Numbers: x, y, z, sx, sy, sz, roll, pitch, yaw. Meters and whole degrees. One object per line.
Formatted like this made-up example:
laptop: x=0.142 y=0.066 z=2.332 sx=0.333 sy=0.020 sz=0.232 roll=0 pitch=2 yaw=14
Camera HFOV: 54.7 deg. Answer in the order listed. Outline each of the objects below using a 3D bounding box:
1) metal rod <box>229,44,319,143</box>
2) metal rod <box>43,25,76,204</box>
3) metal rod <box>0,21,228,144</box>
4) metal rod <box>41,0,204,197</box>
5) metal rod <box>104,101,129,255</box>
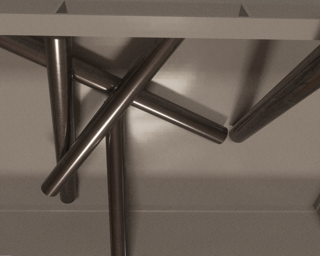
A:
metal rod: x=0.116 y=-0.032 z=0.278 sx=0.025 sy=0.025 sz=0.299 roll=3 pitch=164 yaw=-3
metal rod: x=-0.122 y=0.011 z=0.395 sx=0.025 sy=0.025 sz=0.298 roll=8 pitch=136 yaw=-7
metal rod: x=-0.047 y=-0.046 z=0.369 sx=0.302 sy=0.025 sz=0.025 roll=23 pitch=126 yaw=-19
metal rod: x=-0.059 y=-0.016 z=0.358 sx=0.025 sy=0.025 sz=0.299 roll=30 pitch=118 yaw=-24
metal rod: x=-0.056 y=0.112 z=0.415 sx=0.025 sy=0.025 sz=0.298 roll=0 pitch=102 yaw=0
